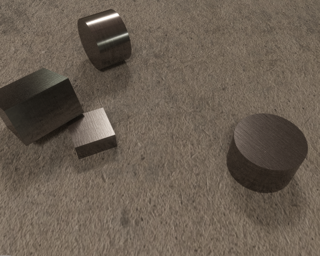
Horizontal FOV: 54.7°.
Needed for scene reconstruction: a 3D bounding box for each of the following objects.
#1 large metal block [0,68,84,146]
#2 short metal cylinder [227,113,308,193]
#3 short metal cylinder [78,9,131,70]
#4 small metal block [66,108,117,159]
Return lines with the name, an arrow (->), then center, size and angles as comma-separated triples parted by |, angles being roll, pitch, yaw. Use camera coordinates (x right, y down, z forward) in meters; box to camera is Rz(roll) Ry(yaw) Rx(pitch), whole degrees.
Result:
large metal block -> -0.159, -0.031, 0.394 | 0.080, 0.050, 0.080 | -35, 38, -26
short metal cylinder -> 0.123, 0.029, 0.364 | 0.081, 0.050, 0.080 | 0, 50, 0
short metal cylinder -> -0.087, -0.137, 0.482 | 0.050, 0.080, 0.080 | -27, 55, -21
small metal block -> -0.088, 0.006, 0.397 | 0.050, 0.025, 0.050 | -19, 53, -16
